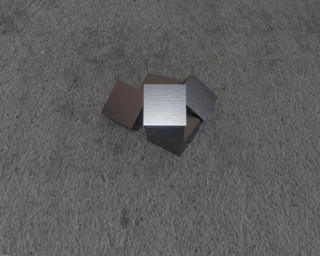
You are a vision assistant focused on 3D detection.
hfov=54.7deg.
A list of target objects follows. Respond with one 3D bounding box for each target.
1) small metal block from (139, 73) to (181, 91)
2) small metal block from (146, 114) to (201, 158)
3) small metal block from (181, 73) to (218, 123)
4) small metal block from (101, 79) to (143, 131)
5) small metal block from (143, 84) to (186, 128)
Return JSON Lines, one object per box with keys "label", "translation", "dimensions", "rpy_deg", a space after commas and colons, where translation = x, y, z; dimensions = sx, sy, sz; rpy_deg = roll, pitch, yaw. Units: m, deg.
{"label": "small metal block", "translation": [-0.002, -0.050, 0.447], "dimensions": [0.050, 0.025, 0.050], "rpy_deg": [14, 51, 11]}
{"label": "small metal block", "translation": [0.017, 0.003, 0.403], "dimensions": [0.050, 0.025, 0.050], "rpy_deg": [26, 55, 20]}
{"label": "small metal block", "translation": [0.045, -0.038, 0.423], "dimensions": [0.050, 0.025, 0.050], "rpy_deg": [41, 54, -10]}
{"label": "small metal block", "translation": [-0.042, -0.030, 0.414], "dimensions": [0.050, 0.025, 0.050], "rpy_deg": [27, 91, 19]}
{"label": "small metal block", "translation": [0.006, -0.026, 0.379], "dimensions": [0.050, 0.025, 0.050], "rpy_deg": [0, 83, 0]}
